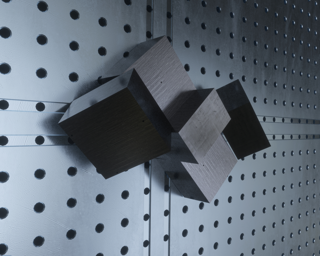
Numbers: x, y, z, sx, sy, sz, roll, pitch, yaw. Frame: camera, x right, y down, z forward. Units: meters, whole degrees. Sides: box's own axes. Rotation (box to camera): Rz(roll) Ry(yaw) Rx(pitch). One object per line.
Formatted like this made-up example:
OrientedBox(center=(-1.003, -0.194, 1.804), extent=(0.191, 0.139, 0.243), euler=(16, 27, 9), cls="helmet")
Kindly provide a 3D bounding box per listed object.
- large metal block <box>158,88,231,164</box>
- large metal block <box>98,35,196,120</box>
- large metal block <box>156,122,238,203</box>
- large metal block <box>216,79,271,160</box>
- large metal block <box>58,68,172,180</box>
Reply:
OrientedBox(center=(0.029, -0.004, 0.396), extent=(0.080, 0.080, 0.050), euler=(-50, 121, -28), cls="large metal block")
OrientedBox(center=(-0.013, -0.053, 0.381), extent=(0.080, 0.050, 0.080), euler=(-48, 119, -27), cls="large metal block")
OrientedBox(center=(0.054, 0.045, 0.436), extent=(0.080, 0.050, 0.080), euler=(-48, 117, -29), cls="large metal block")
OrientedBox(center=(0.117, -0.014, 0.462), extent=(0.080, 0.050, 0.080), euler=(56, 18, -26), cls="large metal block")
OrientedBox(center=(-0.043, -0.003, 0.327), extent=(0.080, 0.080, 0.050), euler=(56, 19, -25), cls="large metal block")
